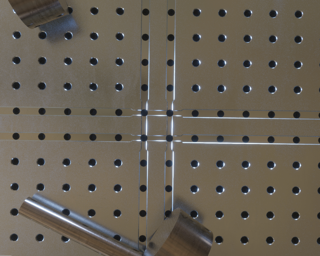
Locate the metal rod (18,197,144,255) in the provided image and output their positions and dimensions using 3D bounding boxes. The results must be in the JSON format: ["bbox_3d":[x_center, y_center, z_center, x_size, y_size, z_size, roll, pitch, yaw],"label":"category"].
[{"bbox_3d":[-0.045,0.170,0.412,0.301,0.025,0.025,26,90,0],"label":"metal rod"}]

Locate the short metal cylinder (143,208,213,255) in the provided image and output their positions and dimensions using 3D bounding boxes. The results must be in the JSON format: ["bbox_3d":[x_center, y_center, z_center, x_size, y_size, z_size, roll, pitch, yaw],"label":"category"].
[{"bbox_3d":[0.022,0.148,0.386,0.050,0.080,0.080,37,90,0],"label":"short metal cylinder"}]

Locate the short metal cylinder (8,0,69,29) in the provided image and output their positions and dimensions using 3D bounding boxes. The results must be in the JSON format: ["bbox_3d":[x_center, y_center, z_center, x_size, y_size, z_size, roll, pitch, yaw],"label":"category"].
[{"bbox_3d":[-0.155,-0.171,0.384,0.050,0.080,0.080,-22,90,0],"label":"short metal cylinder"}]
